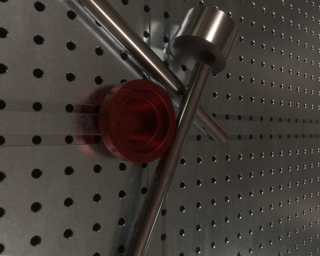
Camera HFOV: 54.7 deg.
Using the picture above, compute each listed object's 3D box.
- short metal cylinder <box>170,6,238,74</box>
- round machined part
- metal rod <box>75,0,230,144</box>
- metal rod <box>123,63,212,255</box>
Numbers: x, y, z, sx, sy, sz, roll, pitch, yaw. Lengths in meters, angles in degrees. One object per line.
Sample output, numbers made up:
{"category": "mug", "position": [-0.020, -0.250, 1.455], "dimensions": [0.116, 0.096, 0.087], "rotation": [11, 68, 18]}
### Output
{"category": "short metal cylinder", "position": [0.061, -0.119, 0.426], "dimensions": [0.080, 0.080, 0.050], "rotation": [38, 67, -34]}
{"category": "round machined part", "position": [-0.031, -0.008, 0.374], "dimensions": [0.099, 0.042, 0.097], "rotation": [0, 90, -40]}
{"category": "metal rod", "position": [0.006, -0.069, 0.415], "dimensions": [0.300, 0.025, 0.025], "rotation": [42, 65, -32]}
{"category": "metal rod", "position": [0.007, 0.055, 0.397], "dimensions": [0.025, 0.025, 0.299], "rotation": [28, 78, -37]}
